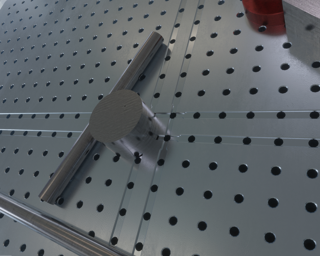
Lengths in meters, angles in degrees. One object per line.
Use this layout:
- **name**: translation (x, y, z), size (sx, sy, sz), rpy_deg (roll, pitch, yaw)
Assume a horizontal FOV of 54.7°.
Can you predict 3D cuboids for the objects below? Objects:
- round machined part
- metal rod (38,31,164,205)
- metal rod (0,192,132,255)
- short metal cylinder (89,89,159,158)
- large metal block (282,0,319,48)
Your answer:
- **round machined part**: translation (0.163, -0.194, 0.431), size (0.098, 0.042, 0.098), rpy_deg (-13, 56, 20)
- **metal rod**: translation (-0.081, -0.023, 0.465), size (0.025, 0.025, 0.300), rpy_deg (22, 73, 36)
- **metal rod**: translation (-0.149, 0.129, 0.407), size (0.300, 0.025, 0.025), rpy_deg (11, 67, 32)
- **short metal cylinder**: translation (-0.048, -0.005, 0.421), size (0.080, 0.050, 0.080), rpy_deg (-13, 56, 21)
- **large metal block**: translation (0.209, -0.145, 0.371), size (0.080, 0.050, 0.080), rpy_deg (-39, 51, 2)
